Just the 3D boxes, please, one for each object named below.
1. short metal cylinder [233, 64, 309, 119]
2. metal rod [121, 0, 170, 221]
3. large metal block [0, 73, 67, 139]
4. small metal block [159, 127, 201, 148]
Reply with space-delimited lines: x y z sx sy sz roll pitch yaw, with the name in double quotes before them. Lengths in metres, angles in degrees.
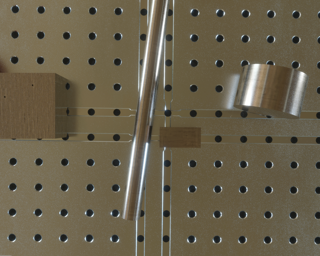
"short metal cylinder" 0.138 -0.044 0.388 0.080 0.080 0.050 13 90 -1
"metal rod" -0.019 -0.028 0.413 0.025 0.025 0.298 8 90 -1
"large metal block" -0.167 -0.027 0.399 0.081 0.050 0.079 0 90 -1
"small metal block" 0.025 0.011 0.401 0.050 0.050 0.025 1 90 -1
